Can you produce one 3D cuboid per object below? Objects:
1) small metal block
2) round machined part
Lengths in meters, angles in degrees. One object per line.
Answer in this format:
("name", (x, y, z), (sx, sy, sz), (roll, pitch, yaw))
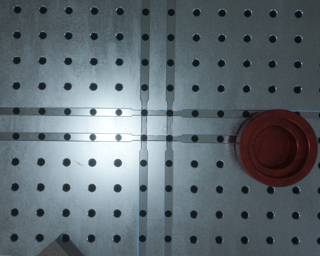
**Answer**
("small metal block", (-0.137, 0.181, 0.412), (0.050, 0.025, 0.050), (-42, 90, 0))
("round machined part", (0.148, 0.025, 0.406), (0.099, 0.042, 0.097), (0, 90, 0))
